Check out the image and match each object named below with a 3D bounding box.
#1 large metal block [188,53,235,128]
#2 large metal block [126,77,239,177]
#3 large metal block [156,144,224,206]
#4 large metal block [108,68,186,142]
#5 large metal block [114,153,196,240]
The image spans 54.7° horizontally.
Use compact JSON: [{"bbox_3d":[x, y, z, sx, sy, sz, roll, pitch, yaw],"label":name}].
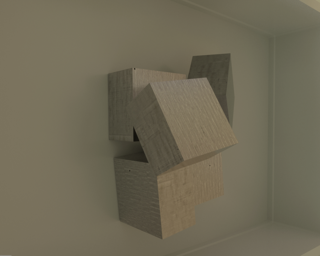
[{"bbox_3d":[0.070,-0.042,0.416,0.080,0.050,0.080,70,27,-46],"label":"large metal block"},{"bbox_3d":[0.023,-0.003,0.325,0.081,0.050,0.080,-12,73,-39],"label":"large metal block"},{"bbox_3d":[0.039,0.057,0.421,0.081,0.050,0.079,-7,95,-40],"label":"large metal block"},{"bbox_3d":[-0.015,-0.026,0.378,0.081,0.050,0.079,-1,91,-40],"label":"large metal block"},{"bbox_3d":[-0.008,0.073,0.364,0.050,0.080,0.079,-9,96,-40],"label":"large metal block"}]
